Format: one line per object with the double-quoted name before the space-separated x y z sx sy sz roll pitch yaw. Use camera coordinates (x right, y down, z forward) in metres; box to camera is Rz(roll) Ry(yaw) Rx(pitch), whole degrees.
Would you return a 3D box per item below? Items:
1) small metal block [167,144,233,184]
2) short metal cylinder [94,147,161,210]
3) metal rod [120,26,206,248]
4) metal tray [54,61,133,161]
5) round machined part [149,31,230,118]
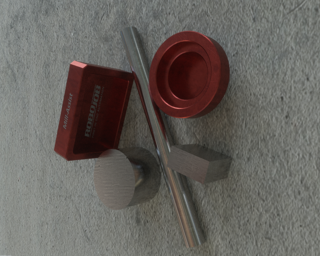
"small metal block" 0.045 0.038 0.348 0.050 0.050 0.025 21 104 37
"short metal cylinder" -0.045 0.067 0.425 0.080 0.050 0.079 0 90 39
"metal rod" -0.001 0.001 0.406 0.025 0.025 0.299 -28 73 36
"metal tray" -0.091 -0.022 0.437 0.030 0.091 0.129 23 105 37
"round machined part" 0.037 -0.060 0.363 0.098 0.042 0.097 0 90 39
